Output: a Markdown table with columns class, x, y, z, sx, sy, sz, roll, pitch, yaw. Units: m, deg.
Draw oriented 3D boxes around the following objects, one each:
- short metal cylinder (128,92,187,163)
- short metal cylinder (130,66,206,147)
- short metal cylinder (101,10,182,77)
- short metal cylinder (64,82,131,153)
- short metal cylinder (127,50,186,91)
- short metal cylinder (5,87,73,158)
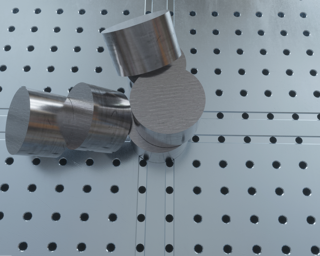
| class | x | y | z | sx | sy | sz | roll | pitch | yaw |
| --- | --- | --- | --- | --- | --- | --- | --- | --- | --- |
| short metal cylinder | -0.001 | 0.000 | 0.398 | 0.081 | 0.050 | 0.080 | 0 | 70 | 0 |
| short metal cylinder | 0.008 | -0.023 | 0.352 | 0.081 | 0.050 | 0.080 | 0 | 70 | 0 |
| short metal cylinder | -0.021 | -0.099 | 0.358 | 0.080 | 0.080 | 0.050 | -22 | 115 | -8 |
| short metal cylinder | -0.079 | -0.011 | 0.378 | 0.050 | 0.080 | 0.080 | 11 | 63 | -41 |
| short metal cylinder | -0.006 | -0.076 | 0.425 | 0.081 | 0.050 | 0.080 | 0 | 70 | 0 |
| short metal cylinder | -0.148 | -0.005 | 0.376 | 0.050 | 0.080 | 0.080 | 11 | 63 | -42 |
